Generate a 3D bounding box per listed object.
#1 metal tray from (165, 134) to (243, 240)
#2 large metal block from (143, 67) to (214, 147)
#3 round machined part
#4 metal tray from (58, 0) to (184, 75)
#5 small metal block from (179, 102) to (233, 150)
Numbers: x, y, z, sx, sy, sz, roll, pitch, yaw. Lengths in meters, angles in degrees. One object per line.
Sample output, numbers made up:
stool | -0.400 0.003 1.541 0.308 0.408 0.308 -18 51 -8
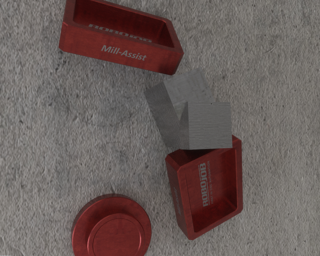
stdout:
metal tray | 0.061 0.075 0.399 0.091 0.030 0.129 -23 125 -19
large metal block | 0.028 -0.022 0.388 0.050 0.080 0.080 -24 95 -18
round machined part | -0.056 0.133 0.379 0.099 0.042 0.097 0 90 -20
metal tray | -0.045 -0.110 0.360 0.131 0.090 0.030 9 131 -20
small metal block | 0.050 -0.002 0.339 0.050 0.025 0.050 -1 87 -19
